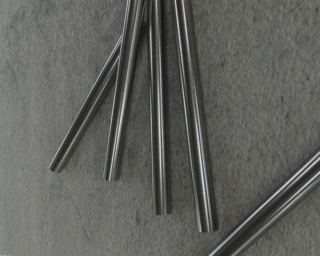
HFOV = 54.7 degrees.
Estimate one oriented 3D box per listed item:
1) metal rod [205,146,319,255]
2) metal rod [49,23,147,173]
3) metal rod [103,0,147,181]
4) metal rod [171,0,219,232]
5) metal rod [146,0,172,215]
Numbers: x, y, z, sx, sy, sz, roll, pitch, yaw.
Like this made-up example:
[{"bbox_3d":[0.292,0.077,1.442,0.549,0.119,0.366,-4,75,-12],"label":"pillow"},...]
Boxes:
[{"bbox_3d":[0.121,0.071,0.304,0.025,0.025,0.298,50,119,28],"label":"metal rod"},{"bbox_3d":[-0.108,-0.038,0.490,0.025,0.025,0.298,50,119,28],"label":"metal rod"},{"bbox_3d":[-0.047,-0.067,0.423,0.025,0.025,0.298,23,110,37],"label":"metal rod"},{"bbox_3d":[0.040,-0.031,0.370,0.025,0.025,0.298,-10,84,39],"label":"metal rod"},{"bbox_3d":[-0.002,-0.039,0.404,0.025,0.025,0.298,-3,88,39],"label":"metal rod"}]
